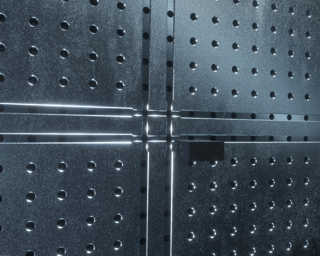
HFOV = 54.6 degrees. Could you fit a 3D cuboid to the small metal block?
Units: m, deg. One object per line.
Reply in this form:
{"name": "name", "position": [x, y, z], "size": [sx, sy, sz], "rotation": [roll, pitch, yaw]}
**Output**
{"name": "small metal block", "position": [0.051, 0.030, 0.418], "size": [0.050, 0.050, 0.025], "rotation": [1, 90, -20]}
